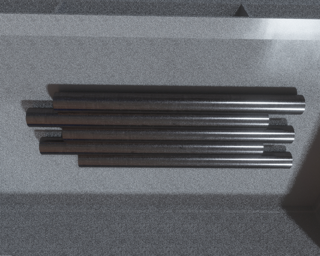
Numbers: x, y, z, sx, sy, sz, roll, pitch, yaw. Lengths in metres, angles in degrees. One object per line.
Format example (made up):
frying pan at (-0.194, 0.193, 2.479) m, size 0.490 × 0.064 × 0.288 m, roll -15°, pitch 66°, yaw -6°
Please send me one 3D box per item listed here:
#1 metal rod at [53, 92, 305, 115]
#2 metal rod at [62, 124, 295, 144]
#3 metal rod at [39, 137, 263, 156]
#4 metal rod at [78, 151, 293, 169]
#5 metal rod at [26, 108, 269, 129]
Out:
metal rod at (0.024, -0.030, 0.382) m, size 0.302 × 0.025 × 0.025 m, roll 1°, pitch 130°, yaw -1°
metal rod at (0.025, 0.007, 0.414) m, size 0.302 × 0.025 × 0.025 m, roll 1°, pitch 130°, yaw -1°
metal rod at (-0.011, 0.026, 0.429) m, size 0.302 × 0.025 × 0.025 m, roll 1°, pitch 130°, yaw -1°
metal rod at (0.036, 0.045, 0.446) m, size 0.302 × 0.025 × 0.025 m, roll 1°, pitch 130°, yaw -1°
metal rod at (-0.014, -0.012, 0.397) m, size 0.302 × 0.025 × 0.025 m, roll 1°, pitch 130°, yaw -1°
